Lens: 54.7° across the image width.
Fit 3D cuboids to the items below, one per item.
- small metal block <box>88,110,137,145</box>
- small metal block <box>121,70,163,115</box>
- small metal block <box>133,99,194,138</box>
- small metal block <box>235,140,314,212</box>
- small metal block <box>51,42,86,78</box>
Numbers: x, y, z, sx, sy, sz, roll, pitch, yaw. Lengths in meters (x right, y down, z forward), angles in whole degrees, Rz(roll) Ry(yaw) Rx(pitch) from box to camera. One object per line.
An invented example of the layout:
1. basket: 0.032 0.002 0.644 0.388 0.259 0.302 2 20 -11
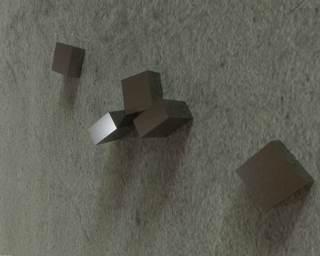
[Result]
1. small metal block: -0.064 -0.002 0.437 0.050 0.050 0.025 -35 77 35
2. small metal block: -0.024 -0.046 0.423 0.050 0.025 0.050 -12 82 38
3. small metal block: 0.004 -0.011 0.383 0.050 0.050 0.025 -36 68 34
4. small metal block: 0.113 0.047 0.311 0.050 0.025 0.050 -48 62 29
5. small metal block: -0.158 -0.117 0.532 0.050 0.025 0.050 24 105 37
